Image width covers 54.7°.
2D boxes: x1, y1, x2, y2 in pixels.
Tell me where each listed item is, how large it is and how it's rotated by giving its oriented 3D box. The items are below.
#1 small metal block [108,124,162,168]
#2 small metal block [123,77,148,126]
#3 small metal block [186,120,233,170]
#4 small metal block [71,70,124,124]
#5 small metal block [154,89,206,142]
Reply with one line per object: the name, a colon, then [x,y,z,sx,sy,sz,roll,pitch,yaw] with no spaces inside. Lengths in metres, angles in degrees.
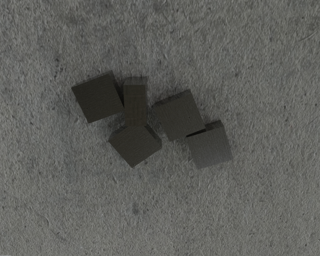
small metal block: [-0.032,0.017,0.416,0.050,0.025,0.050,-35,107,12]
small metal block: [-0.029,-0.034,0.383,0.025,0.050,0.050,-1,110,0]
small metal block: [0.066,0.023,0.419,0.050,0.025,0.050,-17,109,6]
small metal block: [-0.076,-0.040,0.394,0.050,0.025,0.050,-20,109,7]
small metal block: [0.026,-0.017,0.404,0.050,0.025,0.050,-22,109,7]
